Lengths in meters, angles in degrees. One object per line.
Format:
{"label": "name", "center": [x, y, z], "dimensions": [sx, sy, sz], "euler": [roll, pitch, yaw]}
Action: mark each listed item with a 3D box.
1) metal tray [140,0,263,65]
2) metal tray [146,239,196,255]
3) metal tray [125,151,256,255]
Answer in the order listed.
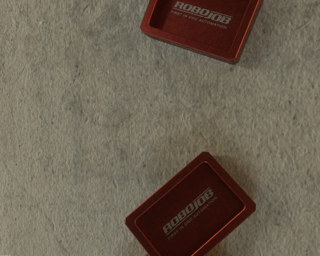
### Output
{"label": "metal tray", "center": [0.050, -0.143, 0.388], "dimensions": [0.130, 0.030, 0.089], "euler": [23, 97, 18]}
{"label": "metal tray", "center": [0.007, 0.207, 0.402], "dimensions": [0.130, 0.030, 0.090], "euler": [-43, 77, 14]}
{"label": "metal tray", "center": [0.036, 0.102, 0.371], "dimensions": [0.130, 0.030, 0.090], "euler": [-40, 77, -4]}
